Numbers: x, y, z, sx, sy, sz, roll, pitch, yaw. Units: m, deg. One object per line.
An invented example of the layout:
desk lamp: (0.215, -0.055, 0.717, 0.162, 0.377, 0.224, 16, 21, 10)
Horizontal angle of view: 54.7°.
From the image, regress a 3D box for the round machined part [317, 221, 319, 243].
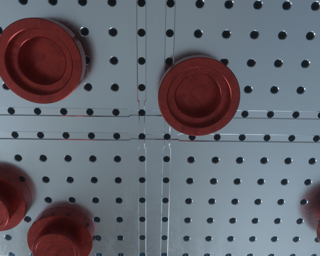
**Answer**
round machined part: (0.284, 0.149, 0.463, 0.099, 0.042, 0.097, 0, 110, -1)

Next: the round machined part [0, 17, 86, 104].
round machined part: (-0.138, -0.082, 0.372, 0.099, 0.042, 0.097, 0, 110, -1)

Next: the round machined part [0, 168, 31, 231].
round machined part: (-0.241, 0.108, 0.441, 0.099, 0.042, 0.097, 0, 110, -1)

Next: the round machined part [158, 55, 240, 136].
round machined part: (0.047, -0.042, 0.389, 0.099, 0.042, 0.097, 0, 110, -1)

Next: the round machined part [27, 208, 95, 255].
round machined part: (-0.151, 0.173, 0.466, 0.099, 0.042, 0.097, 0, 110, -1)
